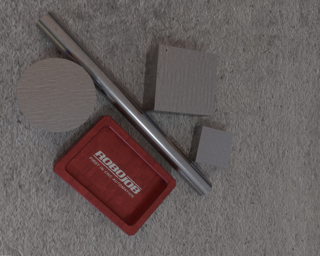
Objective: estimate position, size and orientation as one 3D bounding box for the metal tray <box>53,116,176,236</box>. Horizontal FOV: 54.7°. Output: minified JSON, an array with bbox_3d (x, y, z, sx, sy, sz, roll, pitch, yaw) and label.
[{"bbox_3d":[-0.054,0.059,0.388,0.130,0.030,0.090,46,76,-15],"label":"metal tray"}]

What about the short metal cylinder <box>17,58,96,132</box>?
[{"bbox_3d":[-0.117,-0.035,0.354,0.081,0.050,0.079,0,90,-21],"label":"short metal cylinder"}]

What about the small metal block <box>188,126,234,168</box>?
[{"bbox_3d":[0.071,0.027,0.439,0.050,0.025,0.050,14,85,-20],"label":"small metal block"}]

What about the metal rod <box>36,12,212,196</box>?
[{"bbox_3d":[-0.036,-0.020,0.397,0.025,0.025,0.300,-47,105,-14],"label":"metal rod"}]

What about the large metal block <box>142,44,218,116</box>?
[{"bbox_3d":[0.025,-0.058,0.407,0.081,0.050,0.080,5,89,-20],"label":"large metal block"}]
